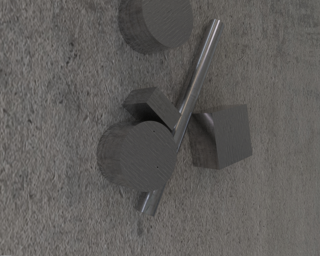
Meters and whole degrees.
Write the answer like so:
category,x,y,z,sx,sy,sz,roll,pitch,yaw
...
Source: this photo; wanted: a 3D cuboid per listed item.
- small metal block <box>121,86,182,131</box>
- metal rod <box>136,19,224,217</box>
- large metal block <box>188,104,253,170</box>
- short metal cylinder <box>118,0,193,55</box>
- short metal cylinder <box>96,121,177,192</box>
category,x,y,z,sx,sy,sz,roll,pitch,yaw
small metal block,-0.010,-0.022,0.380,0.050,0.050,0.025,47,62,-30
metal rod,0.034,-0.026,0.433,0.025,0.025,0.299,34,69,-35
large metal block,0.090,0.011,0.464,0.081,0.050,0.079,-15,100,-39
short metal cylinder,-0.005,-0.135,0.384,0.081,0.050,0.079,0,90,-40
short metal cylinder,-0.027,0.032,0.366,0.081,0.050,0.079,0,90,-40
